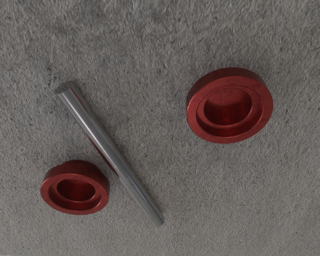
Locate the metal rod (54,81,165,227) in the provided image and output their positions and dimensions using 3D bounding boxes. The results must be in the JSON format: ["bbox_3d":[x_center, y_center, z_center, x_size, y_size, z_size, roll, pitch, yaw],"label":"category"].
[{"bbox_3d":[-0.058,0.058,0.455,0.025,0.025,0.299,-17,128,14],"label":"metal rod"}]

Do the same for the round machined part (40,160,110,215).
[{"bbox_3d":[-0.125,0.086,0.468,0.099,0.042,0.097,0,130,0],"label":"round machined part"}]

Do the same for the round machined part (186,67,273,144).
[{"bbox_3d":[0.080,-0.030,0.371,0.099,0.042,0.097,0,130,0],"label":"round machined part"}]
